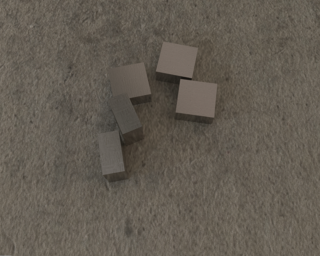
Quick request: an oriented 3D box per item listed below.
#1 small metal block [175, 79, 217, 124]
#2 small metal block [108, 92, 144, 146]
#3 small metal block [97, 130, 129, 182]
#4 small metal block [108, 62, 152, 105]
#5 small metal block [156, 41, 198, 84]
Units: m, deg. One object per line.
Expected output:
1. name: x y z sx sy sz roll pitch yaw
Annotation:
1. small metal block: 0.049 -0.036 0.422 0.050 0.025 0.050 8 70 2
2. small metal block: -0.043 -0.010 0.398 0.025 0.050 0.050 -23 72 -8
3. small metal block: -0.057 0.036 0.381 0.025 0.050 0.050 -10 71 -4
4. small metal block: -0.042 -0.059 0.429 0.050 0.025 0.050 -12 71 -5
5. small metal block: 0.024 -0.091 0.442 0.050 0.025 0.050 11 70 4
